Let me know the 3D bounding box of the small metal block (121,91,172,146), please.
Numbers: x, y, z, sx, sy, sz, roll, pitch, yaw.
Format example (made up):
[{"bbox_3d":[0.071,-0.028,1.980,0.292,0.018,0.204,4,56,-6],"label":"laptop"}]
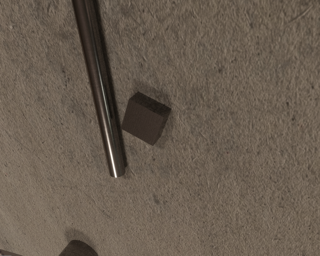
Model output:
[{"bbox_3d":[-0.019,-0.012,0.408,0.050,0.025,0.050,28,128,9],"label":"small metal block"}]

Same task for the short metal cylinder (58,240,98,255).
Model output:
[{"bbox_3d":[-0.176,0.286,0.657,0.080,0.050,0.079,13,124,20],"label":"short metal cylinder"}]

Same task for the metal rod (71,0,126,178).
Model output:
[{"bbox_3d":[-0.080,-0.060,0.410,0.025,0.025,0.298,8,122,24],"label":"metal rod"}]
